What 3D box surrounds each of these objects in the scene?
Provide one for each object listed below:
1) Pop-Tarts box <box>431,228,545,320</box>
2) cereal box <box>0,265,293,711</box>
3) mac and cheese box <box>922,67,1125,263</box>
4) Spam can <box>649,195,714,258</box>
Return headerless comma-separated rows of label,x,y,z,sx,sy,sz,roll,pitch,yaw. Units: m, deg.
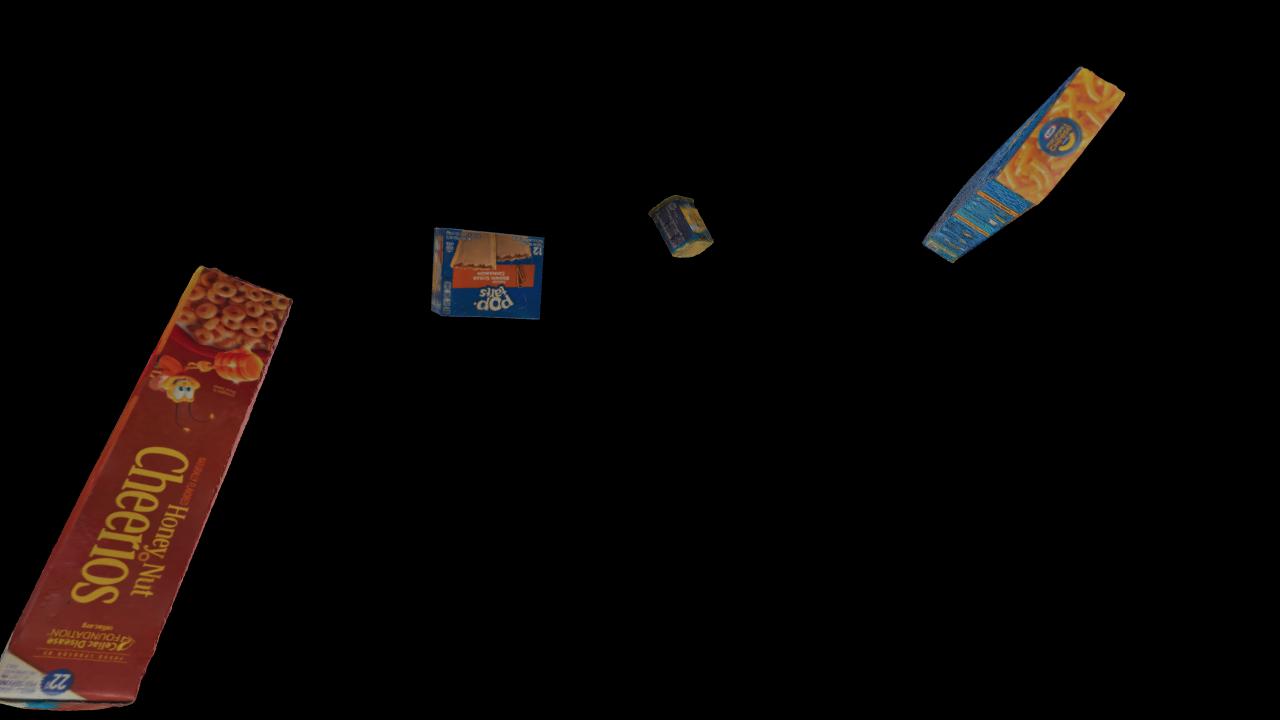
Pop-Tarts box,-0.256,-0.144,1.035,0.167,0.141,0.083,0,11,-29
cereal box,-0.384,0.102,0.487,0.081,0.306,0.203,24,-37,-31
mac and cheese box,0.291,-0.141,0.491,0.041,0.093,0.184,39,5,10
Spam can,0.071,-0.219,1.021,0.058,0.085,0.101,-31,-6,29
